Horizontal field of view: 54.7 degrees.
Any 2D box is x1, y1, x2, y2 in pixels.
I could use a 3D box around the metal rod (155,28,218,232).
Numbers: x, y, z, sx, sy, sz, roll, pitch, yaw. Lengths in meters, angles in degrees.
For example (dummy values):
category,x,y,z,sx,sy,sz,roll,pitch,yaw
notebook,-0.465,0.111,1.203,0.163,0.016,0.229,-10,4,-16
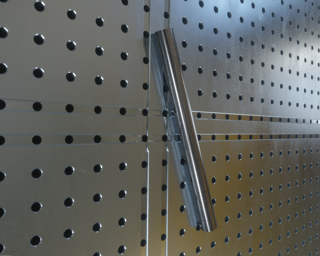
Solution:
category,x,y,z,sx,sy,sz,roll,pitch,yaw
metal rod,0.041,0.011,0.445,0.025,0.025,0.298,-23,105,-38
